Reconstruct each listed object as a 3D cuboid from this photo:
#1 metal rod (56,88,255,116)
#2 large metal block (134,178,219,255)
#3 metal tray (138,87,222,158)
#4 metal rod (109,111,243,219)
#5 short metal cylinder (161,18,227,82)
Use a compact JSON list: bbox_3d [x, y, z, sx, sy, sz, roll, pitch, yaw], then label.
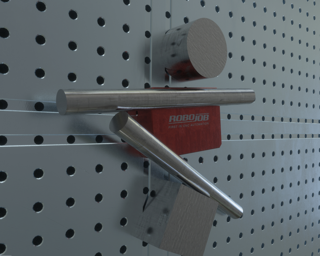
[{"bbox_3d":[0.023,-0.037,0.388,0.302,0.025,0.025,-6,94,-40],"label":"metal rod"},{"bbox_3d":[0.024,0.122,0.413,0.080,0.050,0.080,33,70,-35],"label":"large metal block"},{"bbox_3d":[0.031,-0.010,0.432,0.131,0.030,0.089,-6,94,-40],"label":"metal tray"},{"bbox_3d":[0.042,0.066,0.415,0.300,0.025,0.025,41,65,-42],"label":"metal rod"},{"bbox_3d":[0.049,-0.107,0.433,0.081,0.050,0.079,0,90,-40],"label":"short metal cylinder"}]
